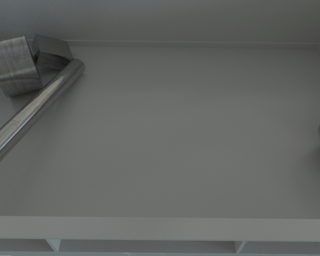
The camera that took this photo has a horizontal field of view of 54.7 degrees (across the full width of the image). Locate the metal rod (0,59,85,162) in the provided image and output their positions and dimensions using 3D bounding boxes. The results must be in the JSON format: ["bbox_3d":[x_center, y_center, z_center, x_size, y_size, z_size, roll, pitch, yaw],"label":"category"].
[{"bbox_3d":[-0.167,-0.006,0.373,0.025,0.025,0.301,12,40,9],"label":"metal rod"}]

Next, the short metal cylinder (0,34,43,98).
[{"bbox_3d":[-0.205,-0.088,0.441,0.050,0.080,0.080,-19,53,-15],"label":"short metal cylinder"}]

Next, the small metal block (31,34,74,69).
[{"bbox_3d":[-0.170,-0.119,0.489,0.050,0.025,0.050,5,42,-37],"label":"small metal block"}]

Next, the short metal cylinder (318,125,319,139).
[{"bbox_3d":[0.234,0.015,0.360,0.081,0.080,0.050,2,50,1],"label":"short metal cylinder"}]
